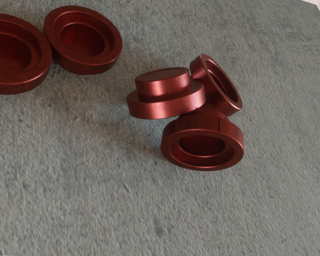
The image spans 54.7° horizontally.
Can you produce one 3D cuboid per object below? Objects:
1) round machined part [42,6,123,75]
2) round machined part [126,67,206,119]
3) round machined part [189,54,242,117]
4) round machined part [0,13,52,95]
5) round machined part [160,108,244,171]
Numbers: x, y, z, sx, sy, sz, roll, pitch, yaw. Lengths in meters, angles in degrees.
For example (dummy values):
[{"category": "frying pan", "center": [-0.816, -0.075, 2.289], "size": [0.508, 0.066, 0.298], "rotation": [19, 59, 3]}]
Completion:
[{"category": "round machined part", "center": [-0.102, -0.109, 0.405], "size": [0.099, 0.042, 0.098], "rotation": [14, 56, -21]}, {"category": "round machined part", "center": [0.006, -0.048, 0.389], "size": [0.099, 0.098, 0.042], "rotation": [-28, 116, -38]}, {"category": "round machined part", "center": [0.074, -0.057, 0.454], "size": [0.098, 0.042, 0.098], "rotation": [38, 31, -28]}, {"category": "round machined part", "center": [-0.175, -0.077, 0.346], "size": [0.099, 0.042, 0.098], "rotation": [14, 56, -21]}, {"category": "round machined part", "center": [0.052, 0.012, 0.379], "size": [0.099, 0.097, 0.042], "rotation": [20, 54, -17]}]
